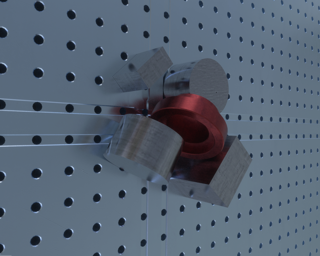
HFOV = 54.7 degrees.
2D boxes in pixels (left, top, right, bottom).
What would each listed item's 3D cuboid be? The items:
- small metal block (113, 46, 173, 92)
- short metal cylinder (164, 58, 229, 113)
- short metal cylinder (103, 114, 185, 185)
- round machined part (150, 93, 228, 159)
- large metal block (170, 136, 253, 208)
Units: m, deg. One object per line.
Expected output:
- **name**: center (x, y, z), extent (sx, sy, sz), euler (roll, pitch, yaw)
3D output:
- **small metal block**: center (-0.021, -0.070, 0.377), extent (0.050, 0.050, 0.025), euler (-50, 120, -29)
- **short metal cylinder**: center (0.052, -0.054, 0.438), extent (0.081, 0.050, 0.079), euler (0, 90, -40)
- **short metal cylinder**: center (-0.018, 0.026, 0.360), extent (0.080, 0.080, 0.050), euler (38, 67, -34)
- **round machined part**: center (0.038, -0.006, 0.396), extent (0.098, 0.098, 0.042), euler (49, 49, -30)
- **large metal block**: center (0.068, 0.056, 0.434), extent (0.050, 0.080, 0.080), euler (51, 60, -28)
